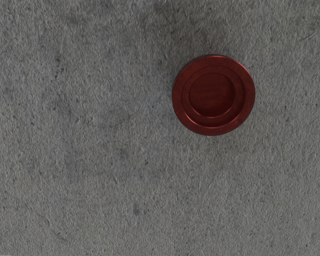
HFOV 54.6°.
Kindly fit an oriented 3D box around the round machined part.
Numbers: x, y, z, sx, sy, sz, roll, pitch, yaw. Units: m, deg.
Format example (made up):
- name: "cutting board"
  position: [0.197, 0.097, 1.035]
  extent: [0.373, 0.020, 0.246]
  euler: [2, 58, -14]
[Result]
- name: "round machined part"
  position: [0.063, -0.043, 0.385]
  extent: [0.099, 0.042, 0.097]
  euler: [0, 110, 0]
